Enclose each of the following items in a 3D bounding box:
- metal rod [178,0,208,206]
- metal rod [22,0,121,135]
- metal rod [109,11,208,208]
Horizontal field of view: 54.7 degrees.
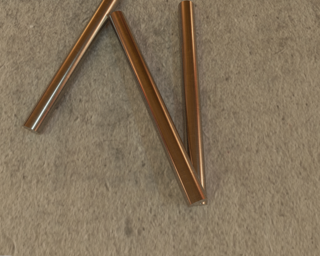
[{"bbox_3d":[0.043,-0.047,0.425,0.025,0.025,0.299,-1,70,-1],"label":"metal rod"},{"bbox_3d":[-0.109,-0.126,0.452,0.025,0.025,0.300,22,71,7],"label":"metal rod"},{"bbox_3d":[-0.011,-0.041,0.409,0.025,0.025,0.299,-20,66,-7],"label":"metal rod"}]
